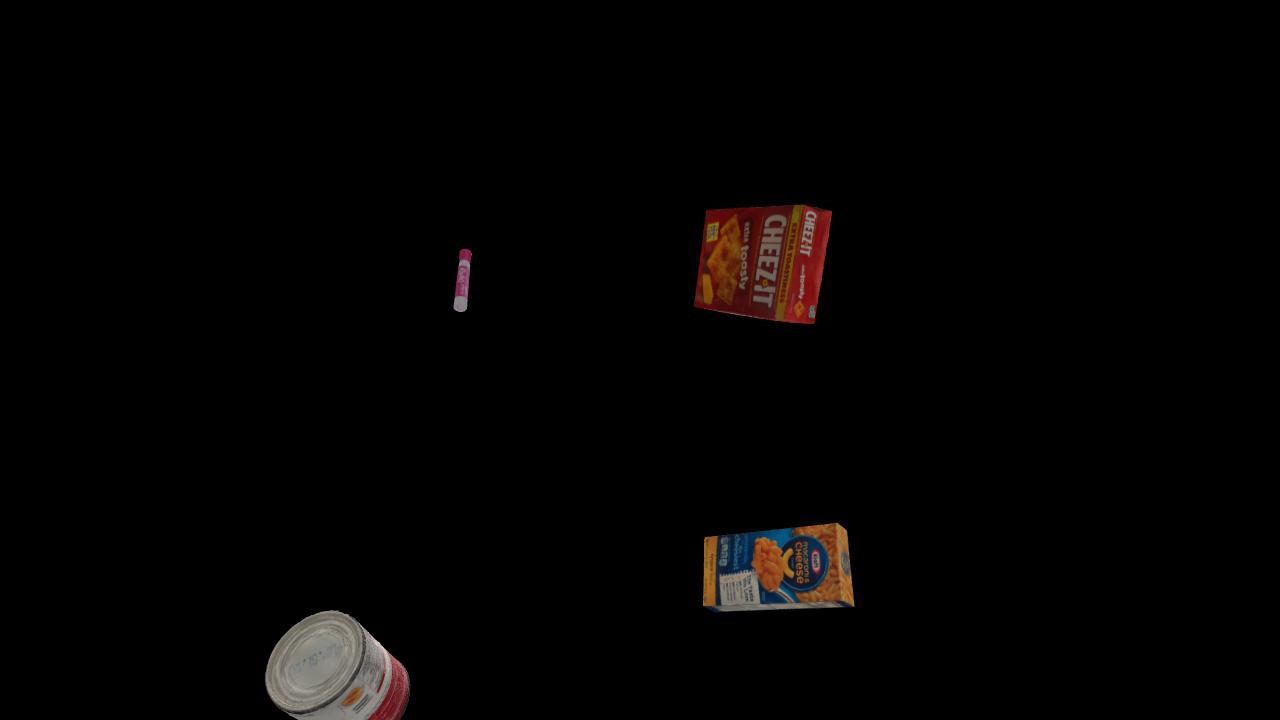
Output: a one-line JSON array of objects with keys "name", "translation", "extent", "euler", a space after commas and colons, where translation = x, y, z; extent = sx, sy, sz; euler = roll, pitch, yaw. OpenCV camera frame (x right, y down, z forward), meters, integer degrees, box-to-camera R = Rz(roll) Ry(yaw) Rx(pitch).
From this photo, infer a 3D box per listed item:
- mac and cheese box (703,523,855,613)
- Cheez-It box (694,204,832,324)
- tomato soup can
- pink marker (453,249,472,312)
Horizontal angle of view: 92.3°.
[{"name": "mac and cheese box", "translation": [0.167, 0.261, 0.768], "extent": [0.184, 0.093, 0.041], "euler": [-18, -41, 32]}, {"name": "Cheez-It box", "translation": [0.181, -0.149, 0.953], "extent": [0.071, 0.166, 0.223], "euler": [2, 9, -32]}, {"name": "tomato soup can", "translation": [-0.218, 0.236, 0.453], "extent": [0.068, 0.068, 0.101], "euler": [0, -43, 3]}, {"name": "pink marker", "translation": [-0.264, -0.122, 0.918], "extent": [0.020, 0.121, 0.020], "euler": [-5, -37, -4]}]
